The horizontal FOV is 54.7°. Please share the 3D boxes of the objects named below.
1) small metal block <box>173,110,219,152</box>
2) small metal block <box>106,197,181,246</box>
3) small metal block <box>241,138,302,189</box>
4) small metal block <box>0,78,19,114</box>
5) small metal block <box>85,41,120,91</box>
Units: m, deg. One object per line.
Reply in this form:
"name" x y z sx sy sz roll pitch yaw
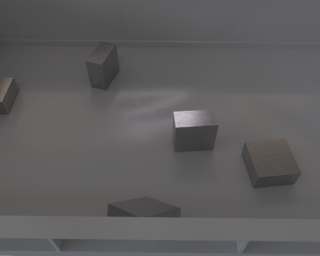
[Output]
"small metal block" 0.042 0.004 0.385 0.050 0.050 0.025 -3 50 -3
"small metal block" -0.016 0.088 0.302 0.050 0.025 0.050 2 3 -44
"small metal block" 0.131 0.042 0.371 0.050 0.025 0.050 -5 50 -4
"small metal block" -0.238 -0.046 0.442 0.050 0.025 0.050 0 50 0
"small metal block" -0.085 -0.093 0.467 0.025 0.050 0.050 15 52 12
